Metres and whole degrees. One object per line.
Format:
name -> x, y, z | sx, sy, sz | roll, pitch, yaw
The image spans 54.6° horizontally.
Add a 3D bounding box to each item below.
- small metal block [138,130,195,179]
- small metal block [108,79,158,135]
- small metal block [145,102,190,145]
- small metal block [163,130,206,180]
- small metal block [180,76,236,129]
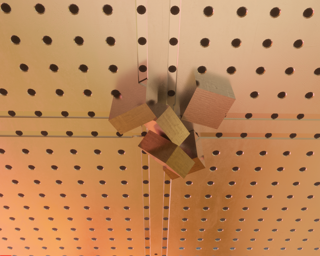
small metal block -> 0.008, 0.033, 0.386 | 0.025, 0.050, 0.050 | -55, 139, -9
small metal block -> -0.031, -0.026, 0.373 | 0.050, 0.050, 0.025 | -24, 126, 19
small metal block -> 0.002, -0.006, 0.387 | 0.025, 0.050, 0.050 | -48, 125, -14
small metal block -> 0.032, 0.037, 0.426 | 0.050, 0.050, 0.025 | -23, 129, 18
small metal block -> 0.058, -0.030, 0.386 | 0.050, 0.025, 0.050 | 15, 129, -12
